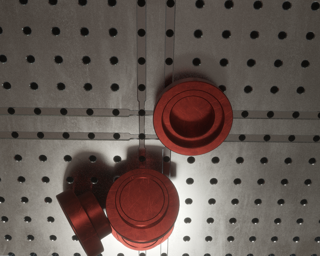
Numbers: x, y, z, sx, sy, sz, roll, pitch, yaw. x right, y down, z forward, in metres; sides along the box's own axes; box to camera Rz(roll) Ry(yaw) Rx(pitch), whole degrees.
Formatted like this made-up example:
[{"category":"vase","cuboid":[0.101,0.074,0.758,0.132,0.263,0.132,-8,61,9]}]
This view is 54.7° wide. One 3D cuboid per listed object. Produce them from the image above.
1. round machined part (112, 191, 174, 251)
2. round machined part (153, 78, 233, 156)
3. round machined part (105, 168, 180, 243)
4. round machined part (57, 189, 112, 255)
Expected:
[{"category":"round machined part","cuboid":[-0.028,0.140,0.455,0.099,0.042,0.097,0,110,-1]},{"category":"round machined part","cuboid":[0.040,-0.017,0.399,0.099,0.042,0.097,0,110,-1]},{"category":"round machined part","cuboid":[-0.023,0.099,0.410,0.099,0.098,0.042,1,152,-1]},{"category":"round machined part","cuboid":[-0.101,0.126,0.427,0.042,0.098,0.097,-28,111,-23]}]
